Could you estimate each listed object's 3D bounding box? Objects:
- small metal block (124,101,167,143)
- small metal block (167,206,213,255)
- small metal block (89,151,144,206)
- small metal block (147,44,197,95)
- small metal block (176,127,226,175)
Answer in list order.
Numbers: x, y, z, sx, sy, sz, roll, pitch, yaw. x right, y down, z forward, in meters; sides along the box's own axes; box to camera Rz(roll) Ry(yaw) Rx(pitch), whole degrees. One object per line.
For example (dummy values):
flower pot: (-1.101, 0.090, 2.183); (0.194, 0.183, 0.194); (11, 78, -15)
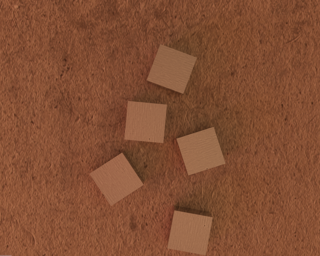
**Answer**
small metal block: (-0.018, -0.008, 0.410); (0.050, 0.025, 0.050); (5, 90, 0)
small metal block: (0.039, 0.135, 0.410); (0.050, 0.025, 0.050); (11, 90, 0)
small metal block: (-0.056, 0.066, 0.409); (0.050, 0.025, 0.050); (-33, 90, 0)
small metal block: (0.015, -0.076, 0.410); (0.050, 0.025, 0.050); (20, 90, 0)
small metal block: (0.053, 0.030, 0.410); (0.050, 0.025, 0.050); (-18, 90, 0)
